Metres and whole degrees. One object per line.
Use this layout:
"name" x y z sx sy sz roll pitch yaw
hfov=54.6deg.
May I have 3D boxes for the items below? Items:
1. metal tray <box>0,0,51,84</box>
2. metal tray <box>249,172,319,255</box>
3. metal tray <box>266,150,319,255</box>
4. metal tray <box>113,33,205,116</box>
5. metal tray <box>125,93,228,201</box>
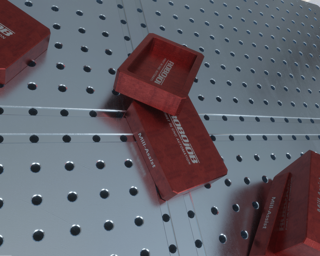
"metal tray" -0.211 -0.120 0.365 0.130 0.030 0.090 34 51 -6
"metal tray" 0.179 0.135 0.407 0.090 0.030 0.130 35 58 -6
"metal tray" 0.174 0.102 0.394 0.030 0.090 0.130 26 52 0
"metal tray" 0.004 -0.079 0.426 0.090 0.030 0.130 23 41 2
"metal tray" 0.020 0.018 0.404 0.091 0.030 0.130 -13 69 -34
